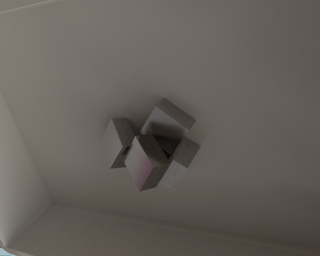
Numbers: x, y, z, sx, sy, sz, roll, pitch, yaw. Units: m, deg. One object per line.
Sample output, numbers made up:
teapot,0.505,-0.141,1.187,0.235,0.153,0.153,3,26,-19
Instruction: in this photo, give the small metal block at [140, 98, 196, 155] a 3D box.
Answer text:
small metal block,0.009,-0.002,0.399,0.050,0.025,0.050,36,129,3

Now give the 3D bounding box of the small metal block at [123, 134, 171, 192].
small metal block,-0.018,0.044,0.394,0.050,0.025,0.050,57,137,32

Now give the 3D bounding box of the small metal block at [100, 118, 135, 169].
small metal block,-0.057,0.021,0.432,0.050,0.025,0.050,-57,47,39

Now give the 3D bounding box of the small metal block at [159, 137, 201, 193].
small metal block,0.024,0.048,0.406,0.025,0.050,0.050,31,128,8

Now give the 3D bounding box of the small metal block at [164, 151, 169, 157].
small metal block,-0.014,0.039,0.437,0.050,0.025,0.050,36,129,3
